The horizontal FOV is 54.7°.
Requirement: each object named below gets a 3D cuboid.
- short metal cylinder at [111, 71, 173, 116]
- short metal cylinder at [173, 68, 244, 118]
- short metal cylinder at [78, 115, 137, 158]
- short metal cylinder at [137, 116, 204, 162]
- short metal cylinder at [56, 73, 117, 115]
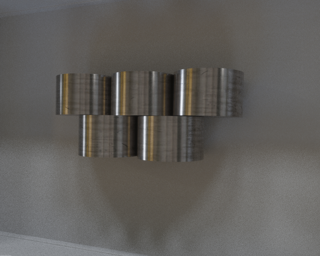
[{"bbox_3d":[-0.021,-0.040,0.387,0.080,0.080,0.050,1,91,20],"label":"short metal cylinder"},{"bbox_3d":[0.055,-0.038,0.360,0.080,0.080,0.050,2,91,20],"label":"short metal cylinder"},{"bbox_3d":[-0.064,0.009,0.402,0.080,0.080,0.050,1,91,20],"label":"short metal cylinder"},{"bbox_3d":[0.013,0.011,0.375,0.080,0.080,0.050,1,91,20],"label":"short metal cylinder"},{"bbox_3d":[-0.097,-0.042,0.414,0.080,0.080,0.050,1,91,20],"label":"short metal cylinder"}]
